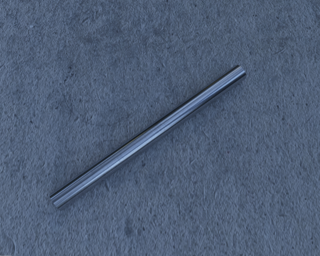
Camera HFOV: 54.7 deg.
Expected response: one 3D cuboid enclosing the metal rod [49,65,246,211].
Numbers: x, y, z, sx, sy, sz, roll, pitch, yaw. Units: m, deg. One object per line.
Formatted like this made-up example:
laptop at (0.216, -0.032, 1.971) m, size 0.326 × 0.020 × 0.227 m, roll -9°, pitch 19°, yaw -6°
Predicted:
metal rod at (-0.006, 0.006, 0.408) m, size 0.301 × 0.025 × 0.025 m, roll -35°, pitch 74°, yaw -12°
